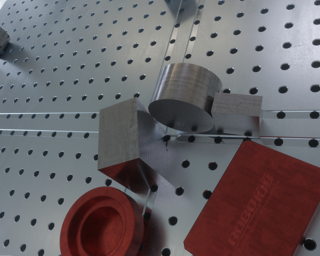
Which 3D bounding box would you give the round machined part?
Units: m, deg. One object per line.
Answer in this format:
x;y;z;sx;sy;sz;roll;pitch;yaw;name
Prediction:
-0.062;0.120;0.356;0.098;0.042;0.098;-13;56;21;round machined part

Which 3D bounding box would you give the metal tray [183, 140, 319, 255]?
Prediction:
0.095;0.085;0.303;0.090;0.030;0.130;24;75;36;metal tray

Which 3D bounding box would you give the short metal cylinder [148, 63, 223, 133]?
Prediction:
0.032;-0.035;0.378;0.080;0.080;0.050;4;64;30;short metal cylinder

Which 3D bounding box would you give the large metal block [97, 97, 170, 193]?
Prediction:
-0.030;0.023;0.375;0.050;0.080;0.080;-18;55;18;large metal block

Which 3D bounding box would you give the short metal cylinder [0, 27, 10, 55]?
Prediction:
-0.394;-0.204;0.706;0.080;0.080;0.050;8;66;31;short metal cylinder

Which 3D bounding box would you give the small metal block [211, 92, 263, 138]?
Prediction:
0.088;-0.014;0.350;0.050;0.050;0.025;8;66;21;small metal block
